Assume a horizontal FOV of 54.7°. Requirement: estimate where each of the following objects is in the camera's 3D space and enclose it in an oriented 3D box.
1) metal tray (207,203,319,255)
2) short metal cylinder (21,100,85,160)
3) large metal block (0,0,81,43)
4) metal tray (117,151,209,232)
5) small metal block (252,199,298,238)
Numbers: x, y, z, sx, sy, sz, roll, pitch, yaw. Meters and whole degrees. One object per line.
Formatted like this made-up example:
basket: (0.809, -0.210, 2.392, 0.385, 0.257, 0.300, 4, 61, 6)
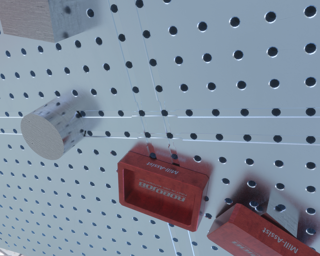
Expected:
metal tray: (0.138, 0.161, 0.417, 0.130, 0.030, 0.089, 32, 147, 6)
short metal cylinder: (-0.166, 0.003, 0.482, 0.080, 0.050, 0.079, 13, 124, 20)
large metal block: (-0.149, -0.155, 0.376, 0.080, 0.050, 0.079, 14, 124, 19)
metal tray: (0.002, 0.095, 0.464, 0.130, 0.030, 0.089, 15, 125, 19)
small metal block: (0.146, 0.131, 0.415, 0.050, 0.025, 0.050, 41, 129, 0)
